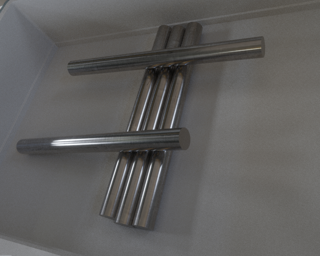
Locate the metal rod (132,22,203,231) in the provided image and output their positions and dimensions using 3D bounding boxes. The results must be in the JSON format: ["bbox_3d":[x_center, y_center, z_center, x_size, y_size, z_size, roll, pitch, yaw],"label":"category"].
[{"bbox_3d":[0.017,-0.020,0.407,0.025,0.025,0.300,1,62,29],"label":"metal rod"}]

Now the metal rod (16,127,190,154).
[{"bbox_3d":[-0.097,0.021,0.420,0.300,0.025,0.025,-4,60,34],"label":"metal rod"}]

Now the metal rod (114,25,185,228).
[{"bbox_3d":[-0.006,-0.019,0.420,0.025,0.025,0.300,1,62,29],"label":"metal rod"}]

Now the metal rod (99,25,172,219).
[{"bbox_3d":[-0.026,-0.024,0.434,0.025,0.025,0.300,1,62,28],"label":"metal rod"}]

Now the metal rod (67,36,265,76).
[{"bbox_3d":[-0.010,-0.097,0.437,0.300,0.025,0.025,0,62,28],"label":"metal rod"}]
